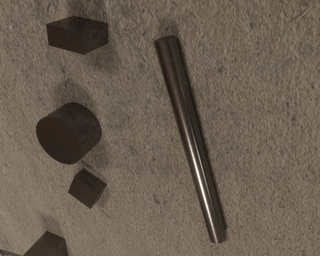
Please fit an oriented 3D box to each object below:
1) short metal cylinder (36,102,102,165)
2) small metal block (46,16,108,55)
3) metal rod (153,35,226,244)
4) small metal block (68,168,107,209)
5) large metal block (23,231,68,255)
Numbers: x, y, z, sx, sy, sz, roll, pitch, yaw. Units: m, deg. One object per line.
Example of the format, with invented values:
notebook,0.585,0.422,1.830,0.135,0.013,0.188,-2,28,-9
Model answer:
short metal cylinder,-0.136,0.008,0.465,0.080,0.050,0.079,13,124,20
small metal block,-0.097,-0.112,0.371,0.050,0.050,0.025,18,125,17
metal rod,0.045,0.032,0.401,0.025,0.025,0.298,-3,117,29
small metal block,-0.126,0.105,0.536,0.050,0.025,0.050,35,129,4
large metal block,-0.250,0.290,0.679,0.050,0.080,0.079,15,124,20
